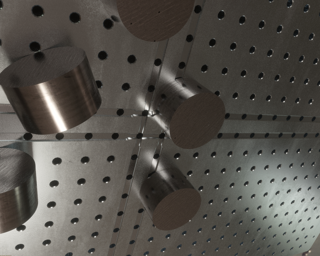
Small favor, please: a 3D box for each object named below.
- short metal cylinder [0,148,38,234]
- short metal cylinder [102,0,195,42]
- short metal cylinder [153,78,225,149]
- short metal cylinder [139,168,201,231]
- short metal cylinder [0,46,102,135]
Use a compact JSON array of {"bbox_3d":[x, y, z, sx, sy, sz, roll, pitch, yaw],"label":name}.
[{"bbox_3d":[-0.171,0.063,0.322,0.081,0.080,0.050,-6,121,-26],"label":"short metal cylinder"},{"bbox_3d":[-0.013,-0.132,0.308,0.081,0.050,0.079,-14,125,-21],"label":"short metal cylinder"},{"bbox_3d":[0.037,-0.019,0.405,0.081,0.050,0.079,-14,124,-21],"label":"short metal cylinder"},{"bbox_3d":[0.015,0.108,0.472,0.081,0.050,0.079,-14,125,-21],"label":"short metal cylinder"},{"bbox_3d":[-0.103,-0.038,0.297,0.081,0.080,0.050,-24,127,-15],"label":"short metal cylinder"}]
